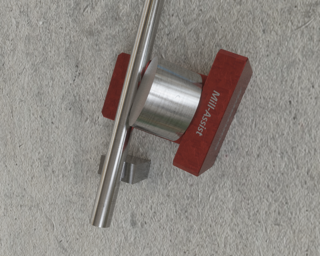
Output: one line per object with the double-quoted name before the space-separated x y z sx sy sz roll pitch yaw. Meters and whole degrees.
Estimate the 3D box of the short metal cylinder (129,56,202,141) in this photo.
"short metal cylinder" 0.004 -0.031 0.340 0.050 0.080 0.080 20 98 -15

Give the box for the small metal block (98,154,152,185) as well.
"small metal block" -0.046 0.052 0.412 0.050 0.050 0.025 14 95 19

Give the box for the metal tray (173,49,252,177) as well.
"metal tray" 0.063 -0.015 0.353 0.030 0.090 0.129 24 98 18

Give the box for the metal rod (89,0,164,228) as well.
"metal rod" -0.038 -0.030 0.381 0.025 0.025 0.298 11 85 19

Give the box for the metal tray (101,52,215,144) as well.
"metal tray" -0.004 -0.039 0.408 0.130 0.030 0.089 19 96 18
